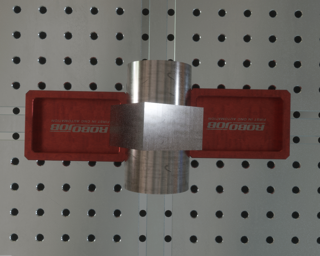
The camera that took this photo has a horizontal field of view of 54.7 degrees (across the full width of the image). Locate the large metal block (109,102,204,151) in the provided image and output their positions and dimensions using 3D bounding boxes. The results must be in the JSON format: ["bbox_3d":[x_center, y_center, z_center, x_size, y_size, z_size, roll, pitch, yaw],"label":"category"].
[{"bbox_3d":[-0.006,-0.001,0.371,0.081,0.080,0.050,2,90,-34],"label":"large metal block"}]

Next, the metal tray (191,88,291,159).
[{"bbox_3d":[0.102,-0.005,0.411,0.131,0.030,0.089,1,90,0],"label":"metal tray"}]

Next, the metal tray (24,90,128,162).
[{"bbox_3d":[-0.107,-0.003,0.409,0.131,0.030,0.089,1,90,0],"label":"metal tray"}]

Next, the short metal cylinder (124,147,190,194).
[{"bbox_3d":[-0.004,0.049,0.385,0.081,0.080,0.050,2,90,0],"label":"short metal cylinder"}]

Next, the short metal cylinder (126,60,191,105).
[{"bbox_3d":[-0.001,-0.051,0.385,0.081,0.080,0.050,1,90,0],"label":"short metal cylinder"}]
